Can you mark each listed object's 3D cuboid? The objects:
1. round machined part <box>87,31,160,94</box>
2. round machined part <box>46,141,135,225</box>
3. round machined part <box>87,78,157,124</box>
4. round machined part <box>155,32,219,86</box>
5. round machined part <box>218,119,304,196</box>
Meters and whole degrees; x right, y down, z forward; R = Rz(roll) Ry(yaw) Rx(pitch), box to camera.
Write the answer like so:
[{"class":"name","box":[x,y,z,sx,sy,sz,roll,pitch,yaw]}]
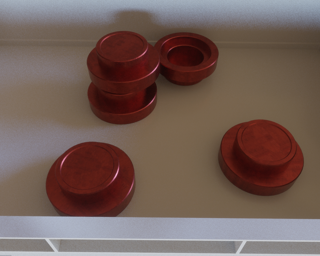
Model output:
[{"class":"round machined part","box":[-0.049,-0.095,0.419,0.099,0.042,0.098,0,50,0]},{"class":"round machined part","box":[-0.078,0.054,0.348,0.099,0.042,0.098,0,50,0]},{"class":"round machined part","box":[-0.054,-0.055,0.440,0.099,0.042,0.098,0,50,0]},{"class":"round machined part","box":[0.039,-0.103,0.481,0.099,0.042,0.098,0,50,0]},{"class":"round machined part","box":[0.122,0.028,0.372,0.099,0.042,0.098,0,50,0]}]
